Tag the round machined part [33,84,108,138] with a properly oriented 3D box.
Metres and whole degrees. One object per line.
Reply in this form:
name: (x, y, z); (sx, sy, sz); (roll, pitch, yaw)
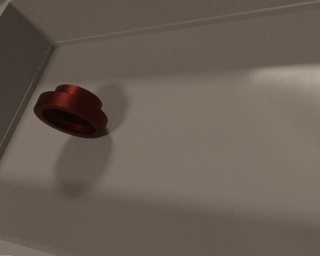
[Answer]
round machined part: (-0.121, -0.025, 0.436); (0.098, 0.098, 0.042); (1, 63, 28)
